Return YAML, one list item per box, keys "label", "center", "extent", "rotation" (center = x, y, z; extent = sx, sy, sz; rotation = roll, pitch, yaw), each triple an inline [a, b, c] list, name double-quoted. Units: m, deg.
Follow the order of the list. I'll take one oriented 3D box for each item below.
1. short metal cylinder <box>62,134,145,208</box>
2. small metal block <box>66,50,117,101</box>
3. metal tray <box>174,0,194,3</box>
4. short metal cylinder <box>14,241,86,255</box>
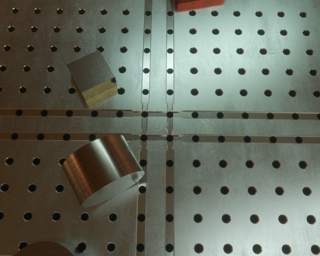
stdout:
- label: "short metal cylinder"
  center: [-0.066, 0.051, 0.363]
  extent: [0.080, 0.080, 0.050]
  rotation: [-29, 73, -10]
- label: "small metal block"
  center: [-0.096, -0.075, 0.438]
  extent: [0.050, 0.025, 0.050]
  rotation: [-28, 73, -10]
- label: "metal tray"
  center: [0.055, -0.273, 0.509]
  extent: [0.091, 0.030, 0.130]
  rotation: [-11, 70, -5]
- label: "short metal cylinder"
  center: [-0.121, 0.165, 0.337]
  extent: [0.081, 0.050, 0.080]
  rotation: [0, 70, 0]
